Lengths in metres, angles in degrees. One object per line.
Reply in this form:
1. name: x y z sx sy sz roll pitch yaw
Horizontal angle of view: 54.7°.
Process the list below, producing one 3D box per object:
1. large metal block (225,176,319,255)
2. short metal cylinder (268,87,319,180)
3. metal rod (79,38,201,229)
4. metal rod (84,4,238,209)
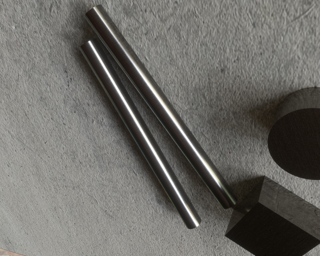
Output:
1. large metal block: 0.142 0.121 0.391 0.080 0.050 0.079 32 129 7
2. short metal cylinder: 0.154 0.005 0.312 0.080 0.050 0.079 13 124 21
3. metal rod: -0.020 0.018 0.428 0.025 0.025 0.299 -18 109 35
4. metal rod: 0.008 -0.018 0.391 0.025 0.025 0.299 -28 104 37
